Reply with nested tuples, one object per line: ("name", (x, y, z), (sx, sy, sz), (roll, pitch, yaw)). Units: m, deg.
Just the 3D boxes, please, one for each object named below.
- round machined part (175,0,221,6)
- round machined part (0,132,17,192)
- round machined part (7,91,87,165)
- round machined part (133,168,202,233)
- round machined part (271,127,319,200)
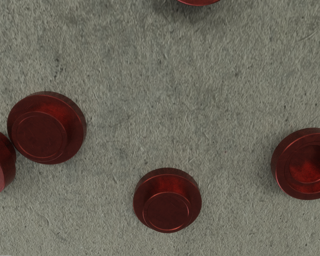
("round machined part", (0.041, -0.183, 0.333), (0.099, 0.042, 0.097), (0, 110, 0))
("round machined part", (-0.230, 0.037, 0.402), (0.098, 0.042, 0.097), (8, 120, 14))
("round machined part", (-0.149, 0.004, 0.401), (0.099, 0.042, 0.097), (0, 110, 0))
("round machined part", (0.011, 0.109, 0.441), (0.099, 0.042, 0.097), (0, 110, 0))
("round machined part", (0.199, 0.044, 0.419), (0.099, 0.042, 0.097), (0, 110, 0))
